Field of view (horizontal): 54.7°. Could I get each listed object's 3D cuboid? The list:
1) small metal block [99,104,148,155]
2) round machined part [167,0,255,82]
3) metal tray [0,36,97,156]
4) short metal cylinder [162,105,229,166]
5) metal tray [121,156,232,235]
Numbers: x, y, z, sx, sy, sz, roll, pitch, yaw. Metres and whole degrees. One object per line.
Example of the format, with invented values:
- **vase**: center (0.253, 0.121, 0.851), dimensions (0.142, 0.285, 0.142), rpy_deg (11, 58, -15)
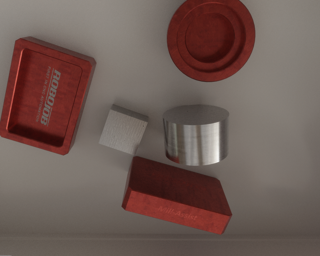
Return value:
- **small metal block**: center (-0.048, 0.002, 0.412), dimensions (0.050, 0.025, 0.050), rpy_deg (19, 109, -8)
- **round machined part**: center (0.057, -0.106, 0.364), dimensions (0.099, 0.042, 0.097), rpy_deg (0, 110, -1)
- **metal tray**: center (-0.143, -0.038, 0.392), dimensions (0.091, 0.030, 0.129), rpy_deg (18, 109, -7)
- **short metal cylinder**: center (0.045, 0.006, 0.385), dimensions (0.081, 0.080, 0.050), rpy_deg (-3, 110, 1)
- **metal tray**: center (0.021, 0.085, 0.408), dimensions (0.131, 0.090, 0.030), rpy_deg (16, 109, -7)
